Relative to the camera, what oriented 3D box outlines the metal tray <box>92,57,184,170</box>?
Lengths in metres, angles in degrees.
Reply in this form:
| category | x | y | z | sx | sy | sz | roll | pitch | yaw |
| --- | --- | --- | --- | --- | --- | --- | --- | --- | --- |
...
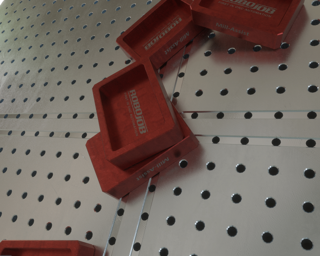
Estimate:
| category | x | y | z | sx | sy | sz | roll | pitch | yaw |
| --- | --- | --- | --- | --- | --- | --- | --- | --- | --- |
| metal tray | -0.033 | -0.023 | 0.395 | 0.090 | 0.030 | 0.130 | -27 | 52 | 10 |

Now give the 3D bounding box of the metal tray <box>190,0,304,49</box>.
| category | x | y | z | sx | sy | sz | roll | pitch | yaw |
| --- | --- | --- | --- | --- | --- | --- | --- | --- | --- |
| metal tray | 0.119 | -0.170 | 0.425 | 0.130 | 0.030 | 0.090 | 26 | 75 | 21 |

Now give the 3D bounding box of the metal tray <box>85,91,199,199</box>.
| category | x | y | z | sx | sy | sz | roll | pitch | yaw |
| --- | --- | --- | --- | --- | --- | --- | --- | --- | --- |
| metal tray | -0.027 | 0.020 | 0.406 | 0.130 | 0.030 | 0.090 | -35 | 52 | 5 |

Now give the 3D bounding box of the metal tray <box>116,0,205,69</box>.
| category | x | y | z | sx | sy | sz | roll | pitch | yaw |
| --- | --- | --- | --- | --- | --- | --- | --- | --- | --- |
| metal tray | 0.003 | -0.155 | 0.496 | 0.130 | 0.030 | 0.090 | -41 | 51 | -1 |

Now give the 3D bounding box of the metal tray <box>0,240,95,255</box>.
| category | x | y | z | sx | sy | sz | roll | pitch | yaw |
| --- | --- | --- | --- | --- | --- | --- | --- | --- | --- |
| metal tray | -0.147 | 0.183 | 0.367 | 0.130 | 0.030 | 0.090 | -9 | 58 | 23 |
